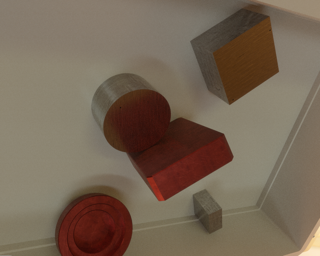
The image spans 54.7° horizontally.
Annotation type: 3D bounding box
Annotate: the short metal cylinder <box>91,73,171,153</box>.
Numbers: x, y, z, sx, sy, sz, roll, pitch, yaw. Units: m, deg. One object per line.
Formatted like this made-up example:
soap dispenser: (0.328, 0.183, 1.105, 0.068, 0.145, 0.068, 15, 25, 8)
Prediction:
short metal cylinder: (-0.034, -0.018, 0.364, 0.081, 0.050, 0.079, -14, 124, -21)

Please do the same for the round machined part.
round machined part: (-0.090, 0.136, 0.416, 0.099, 0.042, 0.097, 1, 87, -29)

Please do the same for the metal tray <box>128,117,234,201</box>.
metal tray: (0.015, 0.029, 0.367, 0.090, 0.130, 0.030, -28, 107, -11)

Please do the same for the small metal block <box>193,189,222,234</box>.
small metal block: (0.081, 0.142, 0.527, 0.025, 0.050, 0.050, -20, 127, -17)

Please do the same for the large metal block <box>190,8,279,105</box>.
large metal block: (0.096, -0.090, 0.391, 0.080, 0.050, 0.080, -34, 129, -6)
